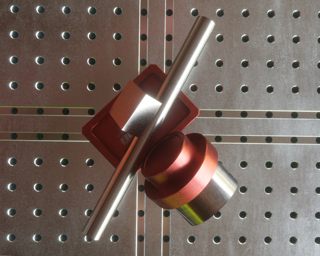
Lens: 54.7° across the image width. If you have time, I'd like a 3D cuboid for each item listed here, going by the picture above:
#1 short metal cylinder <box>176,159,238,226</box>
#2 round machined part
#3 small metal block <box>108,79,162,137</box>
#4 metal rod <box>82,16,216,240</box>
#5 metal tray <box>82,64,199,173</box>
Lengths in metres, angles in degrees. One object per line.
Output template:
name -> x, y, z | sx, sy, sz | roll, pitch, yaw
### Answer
short metal cylinder -> 0.049, 0.074, 0.385 | 0.080, 0.080, 0.050 | -43, 91, 0
round machined part -> 0.016, 0.043, 0.367 | 0.098, 0.098, 0.042 | -46, 112, 0
small metal block -> -0.032, -0.025, 0.378 | 0.025, 0.050, 0.050 | 28, 102, -38
metal rod -> -0.013, 0.000, 0.383 | 0.025, 0.025, 0.299 | 28, 90, -1
metal tray -> -0.025, -0.009, 0.410 | 0.130, 0.030, 0.090 | -43, 91, 0
